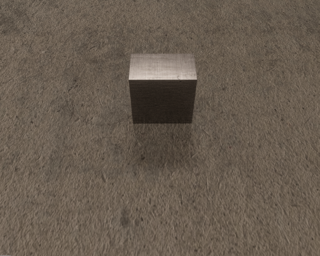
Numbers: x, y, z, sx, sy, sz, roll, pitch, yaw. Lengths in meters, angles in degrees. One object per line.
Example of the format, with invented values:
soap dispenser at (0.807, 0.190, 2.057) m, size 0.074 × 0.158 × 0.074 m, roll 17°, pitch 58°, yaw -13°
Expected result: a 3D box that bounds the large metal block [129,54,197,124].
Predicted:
large metal block at (0.003, -0.051, 0.410) m, size 0.081 × 0.080 × 0.050 m, roll 0°, pitch 50°, yaw -1°
